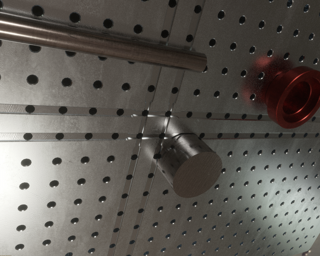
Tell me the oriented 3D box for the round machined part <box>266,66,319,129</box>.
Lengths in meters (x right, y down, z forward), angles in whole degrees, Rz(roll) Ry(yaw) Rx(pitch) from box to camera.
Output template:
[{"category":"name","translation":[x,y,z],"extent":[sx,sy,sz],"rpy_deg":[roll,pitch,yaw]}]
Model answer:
[{"category":"round machined part","translation":[0.206,-0.051,0.485],"extent":[0.099,0.042,0.097],"rpy_deg":[-14,125,-21]}]

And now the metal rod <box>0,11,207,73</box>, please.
[{"category":"metal rod","translation":[-0.079,-0.088,0.313],"extent":[0.303,0.025,0.025],"rpy_deg":[3,117,-30]}]

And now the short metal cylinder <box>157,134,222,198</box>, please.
[{"category":"short metal cylinder","translation":[0.043,0.055,0.455],"extent":[0.081,0.050,0.079],"rpy_deg":[-14,124,-21]}]
